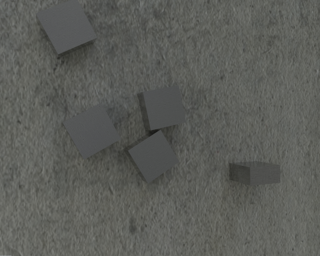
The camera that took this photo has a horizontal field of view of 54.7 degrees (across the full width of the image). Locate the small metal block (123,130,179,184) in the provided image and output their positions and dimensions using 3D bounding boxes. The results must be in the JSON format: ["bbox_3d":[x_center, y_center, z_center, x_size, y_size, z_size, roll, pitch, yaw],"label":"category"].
[{"bbox_3d":[-0.011,0.036,0.406,0.050,0.025,0.050,-33,101,-17],"label":"small metal block"}]

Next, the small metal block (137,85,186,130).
[{"bbox_3d":[0.002,-0.027,0.411,0.050,0.025,0.050,-13,95,-20],"label":"small metal block"}]

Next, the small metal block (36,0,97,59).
[{"bbox_3d":[-0.111,-0.118,0.368,0.050,0.025,0.050,-30,100,-18],"label":"small metal block"}]

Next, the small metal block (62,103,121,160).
[{"bbox_3d":[-0.084,0.003,0.379,0.050,0.025,0.050,-30,100,-18],"label":"small metal block"}]

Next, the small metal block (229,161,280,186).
[{"bbox_3d":[0.136,0.065,0.448,0.050,0.050,0.025,-1,91,-20],"label":"small metal block"}]
